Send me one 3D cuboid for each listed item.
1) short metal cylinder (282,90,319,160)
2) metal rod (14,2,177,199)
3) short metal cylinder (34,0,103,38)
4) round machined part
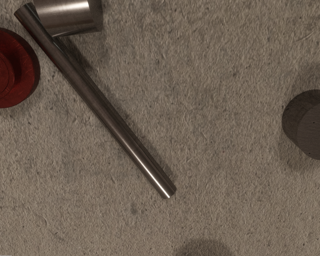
[{"bbox_3d":[0.206,-0.005,0.398,0.081,0.050,0.079,0,110,-1],"label":"short metal cylinder"},{"bbox_3d":[-0.072,-0.022,0.400,0.025,0.025,0.299,-33,107,11],"label":"metal rod"},{"bbox_3d":[-0.095,-0.140,0.328,0.050,0.080,0.079,-7,110,2],"label":"short metal cylinder"},{"bbox_3d":[-0.201,-0.070,0.372,0.099,0.042,0.097,0,110,-1],"label":"round machined part"}]
